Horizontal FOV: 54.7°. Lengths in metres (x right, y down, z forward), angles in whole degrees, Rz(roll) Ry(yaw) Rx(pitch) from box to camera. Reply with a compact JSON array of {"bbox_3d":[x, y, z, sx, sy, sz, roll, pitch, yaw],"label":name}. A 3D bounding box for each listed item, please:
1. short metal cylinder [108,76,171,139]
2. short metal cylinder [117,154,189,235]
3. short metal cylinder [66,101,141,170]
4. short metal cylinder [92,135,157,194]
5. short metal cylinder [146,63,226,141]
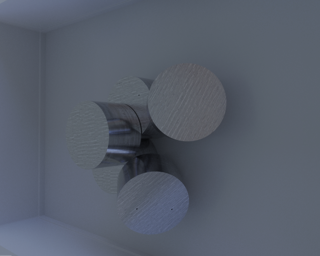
[{"bbox_3d":[-0.024,-0.025,0.406,0.080,0.050,0.079,0,90,39],"label":"short metal cylinder"},{"bbox_3d":[-0.010,0.077,0.367,0.050,0.081,0.079,-112,39,-71],"label":"short metal cylinder"},{"bbox_3d":[-0.070,0.008,0.377,0.080,0.050,0.079,0,90,39],"label":"short metal cylinder"},{"bbox_3d":[-0.050,0.047,0.428,0.080,0.050,0.079,0,90,39],"label":"short metal cylinder"},{"bbox_3d":[0.026,-0.026,0.339,0.081,0.050,0.079,0,89,-5],"label":"short metal cylinder"}]
